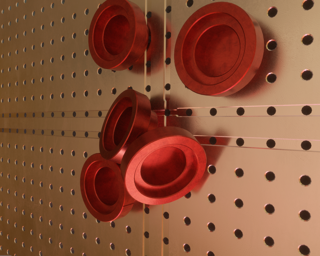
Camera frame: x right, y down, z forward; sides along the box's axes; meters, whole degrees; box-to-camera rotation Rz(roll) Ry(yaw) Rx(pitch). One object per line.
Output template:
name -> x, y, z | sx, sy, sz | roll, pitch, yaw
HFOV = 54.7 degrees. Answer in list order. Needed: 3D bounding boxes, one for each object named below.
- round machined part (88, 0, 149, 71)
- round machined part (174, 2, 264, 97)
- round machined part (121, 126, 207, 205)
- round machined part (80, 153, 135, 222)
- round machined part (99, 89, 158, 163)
round machined part -> -0.055, -0.130, 0.441 | 0.098, 0.042, 0.097 | 0, 90, 39
round machined part -> 0.067, -0.083, 0.342 | 0.098, 0.042, 0.097 | 0, 90, 39
round machined part -> 0.002, 0.040, 0.366 | 0.097, 0.099, 0.042 | -64, 31, 20
round machined part -> -0.070, 0.083, 0.452 | 0.098, 0.042, 0.097 | 2, 93, 40
round machined part -> -0.039, 0.001, 0.412 | 0.098, 0.042, 0.098 | -37, 42, 42
